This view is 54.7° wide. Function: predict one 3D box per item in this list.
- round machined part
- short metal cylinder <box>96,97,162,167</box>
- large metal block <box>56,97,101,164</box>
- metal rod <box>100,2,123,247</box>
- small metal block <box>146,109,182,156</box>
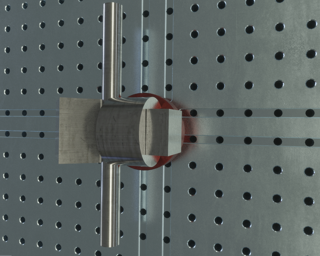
[{"bbox_3d":[-0.015,0.004,0.407,0.098,0.042,0.097,0,90,19],"label":"round machined part"},{"bbox_3d":[-0.032,0.004,0.361,0.050,0.080,0.079,1,90,20],"label":"short metal cylinder"},{"bbox_3d":[-0.111,0.003,0.415,0.050,0.080,0.079,1,90,-21],"label":"large metal block"},{"bbox_3d":[-0.061,-0.004,0.389,0.025,0.025,0.298,1,90,19],"label":"metal rod"},{"bbox_3d":[0.006,0.004,0.352,0.025,0.050,0.050,1,91,20],"label":"small metal block"}]
